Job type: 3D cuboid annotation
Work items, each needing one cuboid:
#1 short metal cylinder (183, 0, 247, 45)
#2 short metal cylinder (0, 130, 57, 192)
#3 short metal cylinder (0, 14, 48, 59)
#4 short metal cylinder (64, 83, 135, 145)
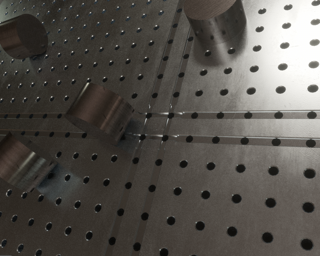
[{"bbox_3d":[0.081,-0.170,0.453,0.080,0.050,0.080,-13,56,21],"label":"short metal cylinder"},{"bbox_3d":[-0.197,0.048,0.445,0.080,0.080,0.050,31,79,37],"label":"short metal cylinder"},{"bbox_3d":[-0.276,-0.184,0.627,0.050,0.080,0.080,-8,58,24],"label":"short metal cylinder"},{"bbox_3d":[-0.082,-0.018,0.425,0.080,0.080,0.050,16,70,34],"label":"short metal cylinder"}]
